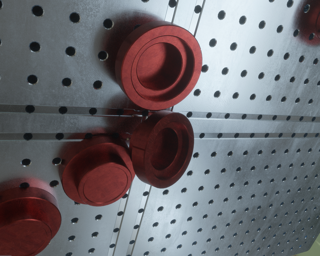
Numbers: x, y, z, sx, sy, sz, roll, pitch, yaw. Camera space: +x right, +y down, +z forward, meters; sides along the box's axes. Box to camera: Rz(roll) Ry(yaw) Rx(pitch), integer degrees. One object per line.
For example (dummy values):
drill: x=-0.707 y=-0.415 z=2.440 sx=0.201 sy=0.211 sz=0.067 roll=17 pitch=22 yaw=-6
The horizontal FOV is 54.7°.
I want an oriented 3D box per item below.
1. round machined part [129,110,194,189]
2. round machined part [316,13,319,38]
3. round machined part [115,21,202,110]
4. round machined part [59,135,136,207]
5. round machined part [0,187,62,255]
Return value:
round machined part: x=-0.002 y=0.025 z=0.400 sx=0.099 sy=0.042 sz=0.097 roll=-18 pitch=114 yaw=-46
round machined part: x=0.272 y=-0.157 z=0.455 sx=0.099 sy=0.042 sz=0.097 roll=-14 pitch=125 yaw=-21
round machined part: x=-0.004 y=-0.073 z=0.354 sx=0.099 sy=0.042 sz=0.097 roll=-14 pitch=125 yaw=-21
round machined part: x=-0.075 y=0.061 z=0.398 sx=0.099 sy=0.042 sz=0.097 roll=-14 pitch=124 yaw=-21
round machined part: x=-0.173 y=0.125 z=0.384 sx=0.099 sy=0.042 sz=0.097 roll=-14 pitch=124 yaw=-21
